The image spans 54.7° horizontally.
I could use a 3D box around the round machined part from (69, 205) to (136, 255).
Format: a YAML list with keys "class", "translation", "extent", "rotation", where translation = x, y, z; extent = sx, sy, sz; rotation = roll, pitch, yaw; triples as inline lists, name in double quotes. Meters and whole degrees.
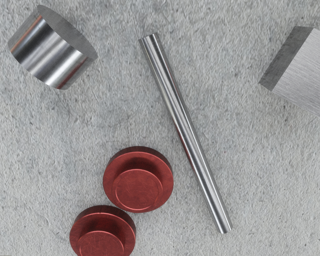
- class: "round machined part"
  translation: [-0.086, 0.168, 0.462]
  extent: [0.099, 0.042, 0.097]
  rotation: [0, 110, 0]

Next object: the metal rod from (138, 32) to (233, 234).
- class: "metal rod"
  translation: [0.041, 0.020, 0.417]
  extent: [0.025, 0.025, 0.299]
  rotation: [-21, 109, 7]

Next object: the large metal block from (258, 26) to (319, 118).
- class: "large metal block"
  translation: [0.182, -0.066, 0.374]
  extent: [0.080, 0.050, 0.080]
  rotation: [26, 108, -10]

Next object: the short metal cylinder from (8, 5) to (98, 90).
- class: "short metal cylinder"
  translation: [-0.118, -0.089, 0.347]
  extent: [0.050, 0.080, 0.080]
  rotation: [-43, 105, 14]

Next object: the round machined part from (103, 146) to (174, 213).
- class: "round machined part"
  translation: [-0.030, 0.078, 0.429]
  extent: [0.099, 0.042, 0.097]
  rotation: [0, 110, 0]
